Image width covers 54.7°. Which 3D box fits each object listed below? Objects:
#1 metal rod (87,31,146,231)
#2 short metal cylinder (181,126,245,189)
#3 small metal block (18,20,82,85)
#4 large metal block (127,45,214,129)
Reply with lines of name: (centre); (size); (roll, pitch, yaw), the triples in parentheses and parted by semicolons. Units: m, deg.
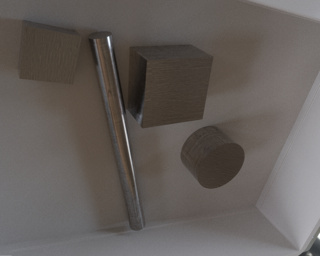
metal rod: (-0.048, 0.028, 0.400); (0.025, 0.025, 0.298); (-19, 126, -18)
short metal cylinder: (0.078, 0.044, 0.465); (0.081, 0.050, 0.079); (-14, 125, -21)
small metal block: (-0.109, -0.073, 0.304); (0.050, 0.025, 0.050); (3, 117, -30)
large metal block: (0.009, -0.051, 0.367); (0.081, 0.050, 0.079); (-9, 123, -24)
